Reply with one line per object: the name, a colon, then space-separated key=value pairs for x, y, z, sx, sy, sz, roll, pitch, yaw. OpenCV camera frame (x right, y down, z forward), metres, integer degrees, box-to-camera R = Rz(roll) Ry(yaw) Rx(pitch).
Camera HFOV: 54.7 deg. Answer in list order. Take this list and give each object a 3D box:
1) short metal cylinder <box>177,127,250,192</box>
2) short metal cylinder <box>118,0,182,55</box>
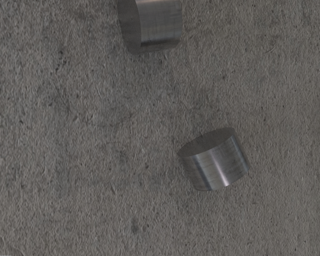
short metal cylinder: x=0.070 y=0.040 z=0.405 sx=0.080 sy=0.080 sz=0.050 roll=-29 pitch=100 yaw=-18
short metal cylinder: x=-0.014 y=-0.132 z=0.374 sx=0.050 sy=0.080 sz=0.080 roll=-16 pitch=96 yaw=-19
